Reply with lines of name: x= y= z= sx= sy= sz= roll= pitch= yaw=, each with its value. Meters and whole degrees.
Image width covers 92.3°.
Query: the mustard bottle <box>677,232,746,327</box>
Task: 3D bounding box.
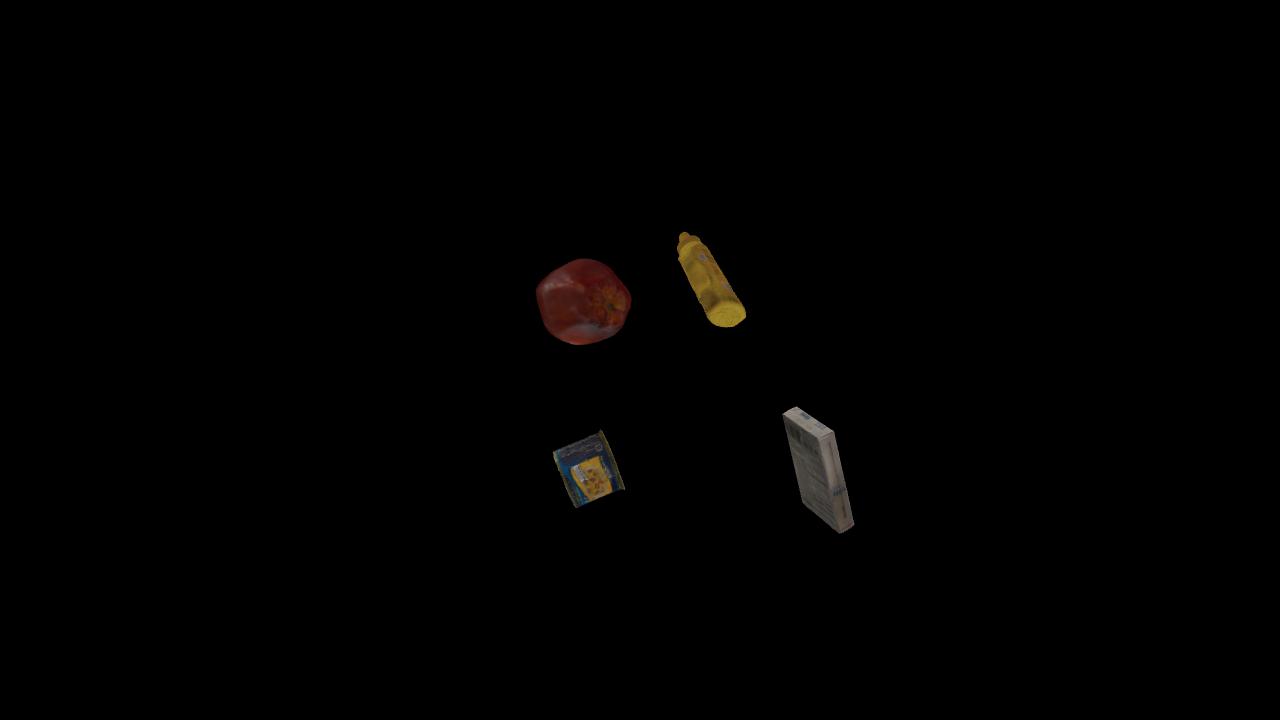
mustard bottle: x=0.107 y=-0.142 z=1.011 sx=0.092 sy=0.184 sz=0.054 roll=13 pitch=-45 yaw=-47

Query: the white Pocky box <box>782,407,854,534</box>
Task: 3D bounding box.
white Pocky box: x=0.229 y=0.142 z=0.795 sx=0.028 sy=0.154 sz=0.084 roll=-25 pitch=26 yaw=-12

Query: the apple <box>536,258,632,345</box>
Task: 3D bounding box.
apple: x=-0.049 y=-0.052 z=0.553 sx=0.079 sy=0.079 sz=0.093 roll=0 pitch=4 yaw=-36

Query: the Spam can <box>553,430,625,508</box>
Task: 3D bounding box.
Spam can: x=-0.080 y=0.172 z=0.960 sx=0.085 sy=0.101 sz=0.058 roll=-22 pitch=29 yaw=-9
